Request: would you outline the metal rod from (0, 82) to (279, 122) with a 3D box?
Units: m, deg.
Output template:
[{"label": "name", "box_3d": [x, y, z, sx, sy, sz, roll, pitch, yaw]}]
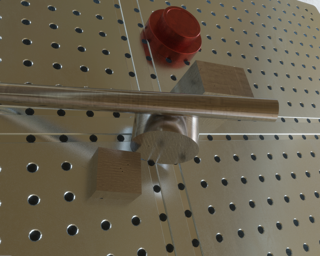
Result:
[{"label": "metal rod", "box_3d": [-0.028, -0.028, 0.333, 0.302, 0.025, 0.025, 4, 57, 2]}]

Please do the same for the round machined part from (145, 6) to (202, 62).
[{"label": "round machined part", "box_3d": [0.028, -0.161, 0.513, 0.099, 0.042, 0.098, 14, 56, -21]}]

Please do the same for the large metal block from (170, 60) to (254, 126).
[{"label": "large metal block", "box_3d": [0.070, -0.046, 0.441, 0.081, 0.080, 0.050, 3, 61, -27]}]

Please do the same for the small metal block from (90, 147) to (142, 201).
[{"label": "small metal block", "box_3d": [-0.049, 0.052, 0.351, 0.050, 0.025, 0.050, 10, 57, -23]}]

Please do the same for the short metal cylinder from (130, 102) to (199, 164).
[{"label": "short metal cylinder", "box_3d": [0.007, 0.004, 0.376, 0.081, 0.080, 0.050, 18, 55, -19]}]
